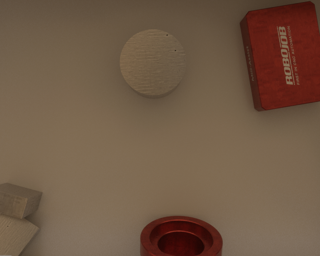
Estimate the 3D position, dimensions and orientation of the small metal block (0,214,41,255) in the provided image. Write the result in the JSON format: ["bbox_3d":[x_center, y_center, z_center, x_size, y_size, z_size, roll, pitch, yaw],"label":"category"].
[{"bbox_3d":[-0.193,0.138,0.399,0.050,0.025,0.050,34,64,0],"label":"small metal block"}]

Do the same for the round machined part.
[{"bbox_3d":[0.025,0.151,0.377,0.099,0.098,0.042,2,104,-1],"label":"round machined part"}]

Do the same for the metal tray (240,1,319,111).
[{"bbox_3d":[0.164,-0.093,0.411,0.091,0.030,0.129,-10,90,-1],"label":"metal tray"}]

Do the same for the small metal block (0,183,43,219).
[{"bbox_3d":[-0.187,0.092,0.396,0.050,0.050,0.025,15,87,-1],"label":"small metal block"}]

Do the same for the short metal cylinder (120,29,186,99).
[{"bbox_3d":[-0.008,-0.080,0.399,0.081,0.050,0.079,0,90,-1],"label":"short metal cylinder"}]
